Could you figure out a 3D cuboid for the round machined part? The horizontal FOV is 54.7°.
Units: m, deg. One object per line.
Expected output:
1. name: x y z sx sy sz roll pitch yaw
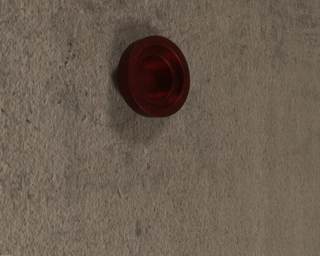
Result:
1. round machined part: -0.012 -0.061 0.386 0.099 0.042 0.097 0 90 -40
